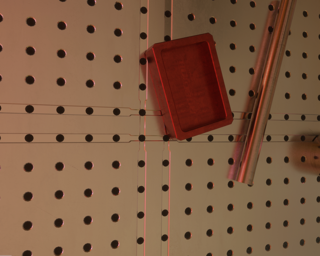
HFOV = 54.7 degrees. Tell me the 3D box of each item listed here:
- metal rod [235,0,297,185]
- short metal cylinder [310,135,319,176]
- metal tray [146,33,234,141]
[{"bbox_3d":[0.164,-0.061,0.474,0.025,0.025,0.299,18,84,-20],"label":"metal rod"},{"bbox_3d":[0.300,0.046,0.513,0.081,0.050,0.079,0,90,-21],"label":"short metal cylinder"},{"bbox_3d":[0.042,-0.056,0.426,0.091,0.030,0.129,-17,96,-20],"label":"metal tray"}]
